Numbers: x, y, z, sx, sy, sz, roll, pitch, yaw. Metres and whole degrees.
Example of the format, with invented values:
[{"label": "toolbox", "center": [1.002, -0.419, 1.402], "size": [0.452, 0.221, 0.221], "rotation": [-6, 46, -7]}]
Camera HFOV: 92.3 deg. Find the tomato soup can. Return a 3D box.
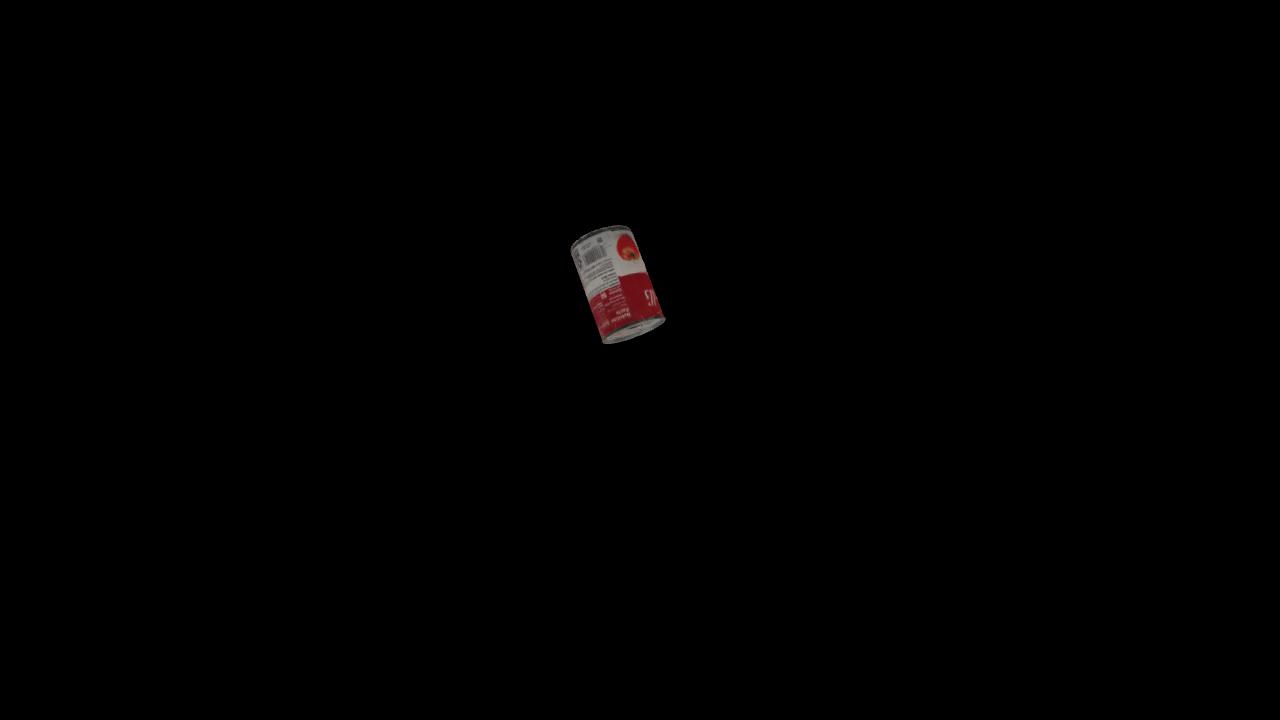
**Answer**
[{"label": "tomato soup can", "center": [-0.023, -0.074, 0.614], "size": [0.068, 0.101, 0.068], "rotation": [-20, -8, -3]}]
